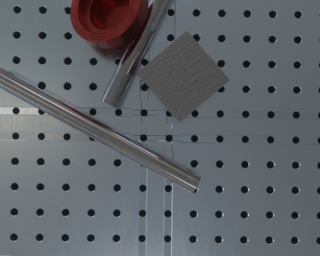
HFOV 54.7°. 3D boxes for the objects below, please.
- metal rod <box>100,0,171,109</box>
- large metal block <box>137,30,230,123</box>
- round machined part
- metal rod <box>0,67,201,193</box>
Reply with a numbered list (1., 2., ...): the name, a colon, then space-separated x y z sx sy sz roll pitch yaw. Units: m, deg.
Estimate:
1. metal rod: -0.002 -0.165 0.413 0.025 0.025 0.299 26 90 0
2. large metal block: 0.029 -0.063 0.401 0.080 0.050 0.080 -40 90 0
3. round machined part: -0.060 -0.147 0.393 0.098 0.042 0.098 -4 79 19
4. metal rod: -0.084 0.003 0.412 0.301 0.025 0.025 29 90 0
